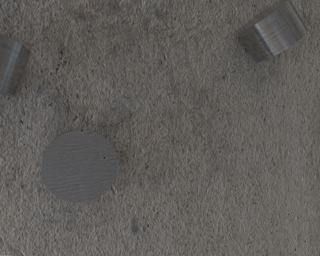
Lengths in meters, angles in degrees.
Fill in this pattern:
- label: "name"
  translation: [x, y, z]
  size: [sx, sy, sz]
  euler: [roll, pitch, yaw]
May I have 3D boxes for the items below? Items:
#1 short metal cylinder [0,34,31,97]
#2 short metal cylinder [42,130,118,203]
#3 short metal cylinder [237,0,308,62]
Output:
- label: "short metal cylinder"
  translation: [-0.180, -0.068, 0.313]
  size: [0.081, 0.080, 0.050]
  euler: [18, 84, -19]
- label: "short metal cylinder"
  translation: [-0.094, 0.042, 0.361]
  size: [0.081, 0.050, 0.080]
  euler: [0, 90, -20]
- label: "short metal cylinder"
  translation: [0.157, -0.137, 0.437]
  size: [0.080, 0.080, 0.050]
  euler: [-41, 103, -15]
